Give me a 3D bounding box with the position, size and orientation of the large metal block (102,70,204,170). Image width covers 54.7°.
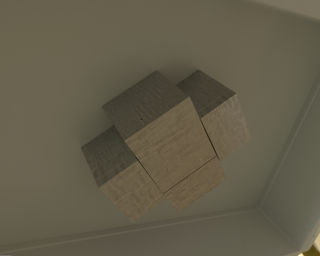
[{"bbox_3d":[-0.010,-0.012,0.360,0.080,0.080,0.050,-35,129,-6],"label":"large metal block"}]

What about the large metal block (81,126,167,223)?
[{"bbox_3d":[-0.045,0.056,0.383,0.050,0.080,0.080,-35,129,-5],"label":"large metal block"}]

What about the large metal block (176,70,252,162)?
[{"bbox_3d":[0.064,-0.017,0.398,0.050,0.080,0.080,-35,129,-5],"label":"large metal block"}]

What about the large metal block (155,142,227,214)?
[{"bbox_3d":[0.030,0.055,0.425,0.080,0.080,0.050,-35,129,-6],"label":"large metal block"}]

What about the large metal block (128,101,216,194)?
[{"bbox_3d":[0.010,0.021,0.392,0.080,0.080,0.050,-35,129,-6],"label":"large metal block"}]
